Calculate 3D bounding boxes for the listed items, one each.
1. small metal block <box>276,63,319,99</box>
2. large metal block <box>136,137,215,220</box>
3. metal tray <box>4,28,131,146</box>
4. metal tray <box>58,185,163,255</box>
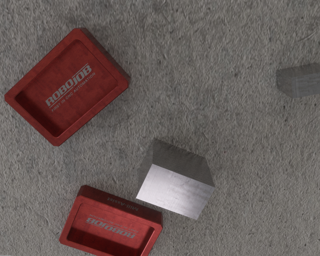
[{"bbox_3d":[0.176,-0.059,0.377,0.050,0.050,0.025,-10,110,3],"label":"small metal block"},{"bbox_3d":[0.018,0.063,0.404,0.080,0.080,0.050,22,109,-8],"label":"large metal block"},{"bbox_3d":[-0.114,-0.049,0.387,0.130,0.030,0.090,-39,106,13],"label":"metal tray"},{"bbox_3d":[-0.072,0.148,0.461,0.131,0.030,0.089,22,108,-8],"label":"metal tray"}]
